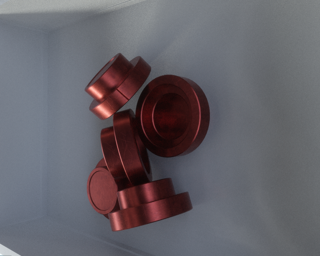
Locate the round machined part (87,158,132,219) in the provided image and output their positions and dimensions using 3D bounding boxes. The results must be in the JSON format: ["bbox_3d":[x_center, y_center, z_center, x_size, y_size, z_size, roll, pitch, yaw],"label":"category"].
[{"bbox_3d":[-0.070,0.089,0.454,0.098,0.042,0.097,0,90,40],"label":"round machined part"}]

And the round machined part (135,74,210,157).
[{"bbox_3d":[0.019,-0.014,0.380,0.098,0.042,0.097,0,90,40],"label":"round machined part"}]

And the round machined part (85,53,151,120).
[{"bbox_3d":[-0.061,-0.061,0.410,0.098,0.042,0.098,-40,21,19],"label":"round machined part"}]

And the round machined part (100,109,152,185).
[{"bbox_3d":[-0.044,0.028,0.392,0.042,0.098,0.098,-16,78,3],"label":"round machined part"}]

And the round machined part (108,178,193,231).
[{"bbox_3d":[-0.014,0.089,0.371,0.098,0.099,0.042,-25,75,37],"label":"round machined part"}]
